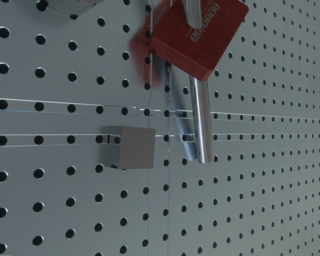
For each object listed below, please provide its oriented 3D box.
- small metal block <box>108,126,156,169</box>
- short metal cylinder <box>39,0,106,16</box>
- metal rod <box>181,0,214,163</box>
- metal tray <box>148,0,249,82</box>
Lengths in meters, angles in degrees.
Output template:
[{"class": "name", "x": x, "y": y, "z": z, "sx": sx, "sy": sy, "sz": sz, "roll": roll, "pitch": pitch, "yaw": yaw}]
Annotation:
[{"class": "small metal block", "x": -0.034, "y": 0.024, "z": 0.380, "sx": 0.050, "sy": 0.025, "sz": 0.050, "roll": 6, "pitch": 87, "yaw": -40}, {"class": "short metal cylinder", "x": -0.089, "y": -0.162, "z": 0.318, "sx": 0.081, "sy": 0.050, "sz": 0.080, "roll": 0, "pitch": 90, "yaw": -40}, {"class": "metal rod", "x": 0.050, "y": -0.094, "z": 0.423, "sx": 0.025, "sy": 0.025, "sz": 0.298, "roll": -22, "pitch": 112, "yaw": -38}, {"class": "metal tray", "x": 0.054, "y": -0.137, "z": 0.421, "sx": 0.090, "sy": 0.030, "sz": 0.130, "roll": 32, "pitch": 66, "yaw": 0}]
